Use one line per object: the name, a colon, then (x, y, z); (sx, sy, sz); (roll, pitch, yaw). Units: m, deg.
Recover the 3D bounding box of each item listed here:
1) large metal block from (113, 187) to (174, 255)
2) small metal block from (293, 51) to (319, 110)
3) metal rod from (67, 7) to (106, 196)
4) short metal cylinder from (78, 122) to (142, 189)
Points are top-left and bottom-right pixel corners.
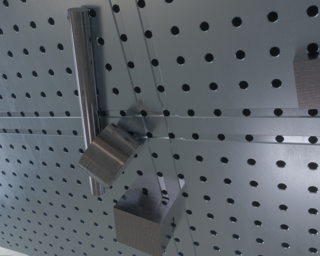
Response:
large metal block: (-0.025, 0.153, 0.503); (0.080, 0.050, 0.079); (14, 124, 20)
small metal block: (0.159, -0.047, 0.298); (0.050, 0.025, 0.050); (-4, 117, 30)
metal rod: (-0.102, -0.017, 0.454); (0.025, 0.025, 0.298); (15, 125, 20)
short metal cylinder: (-0.069, 0.039, 0.436); (0.050, 0.080, 0.080); (37, 129, 3)
